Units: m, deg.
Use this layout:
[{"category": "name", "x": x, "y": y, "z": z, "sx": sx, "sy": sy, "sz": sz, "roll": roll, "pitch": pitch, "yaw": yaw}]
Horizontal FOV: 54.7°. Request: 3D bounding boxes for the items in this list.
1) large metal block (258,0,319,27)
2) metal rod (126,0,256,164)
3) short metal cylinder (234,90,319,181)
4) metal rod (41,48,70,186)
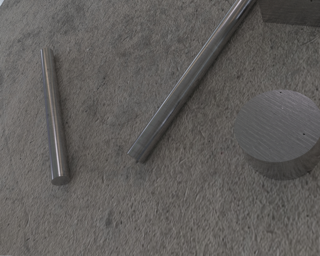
[{"category": "large metal block", "x": 0.171, "y": -0.177, "z": 0.387, "sx": 0.080, "sy": 0.080, "sz": 0.050, "roll": 20, "pitch": 73, "yaw": 35}, {"category": "metal rod", "x": 0.052, "y": -0.081, "z": 0.426, "sx": 0.025, "sy": 0.025, "sz": 0.300, "roll": 26, "pitch": 76, "yaw": 37}, {"category": "short metal cylinder", "x": 0.123, "y": 0.008, "z": 0.319, "sx": 0.080, "sy": 0.050, "sz": 0.080, "roll": -13, "pitch": 56, "yaw": 21}, {"category": "metal rod", "x": -0.181, "y": -0.037, "z": 0.521, "sx": 0.025, "sy": 0.025, "sz": 0.299, "roll": -29, "pitch": 52, "yaw": 10}]
